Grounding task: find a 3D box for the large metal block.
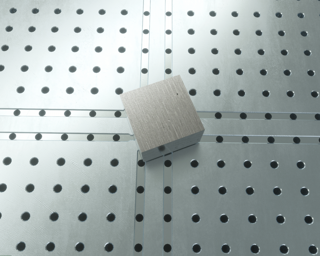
[{"bbox_3d":[0.002,-0.011,0.400,0.081,0.050,0.080,-20,71,-7],"label":"large metal block"}]
